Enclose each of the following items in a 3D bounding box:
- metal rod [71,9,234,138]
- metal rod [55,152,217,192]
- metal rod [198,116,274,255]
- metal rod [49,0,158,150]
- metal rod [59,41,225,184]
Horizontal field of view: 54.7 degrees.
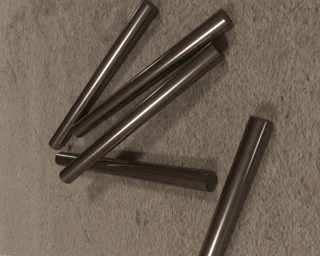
[{"bbox_3d":[-0.031,-0.058,0.428,0.299,0.025,0.025,-31,71,35],"label":"metal rod"},{"bbox_3d":[-0.057,0.058,0.449,0.300,0.025,0.025,2,91,39],"label":"metal rod"},{"bbox_3d":[0.063,0.130,0.351,0.025,0.025,0.298,27,106,36],"label":"metal rod"},{"bbox_3d":[-0.100,-0.067,0.484,0.299,0.025,0.025,-48,62,29],"label":"metal rod"},{"bbox_3d":[-0.040,-0.006,0.416,0.299,0.025,0.025,-38,67,26],"label":"metal rod"}]
